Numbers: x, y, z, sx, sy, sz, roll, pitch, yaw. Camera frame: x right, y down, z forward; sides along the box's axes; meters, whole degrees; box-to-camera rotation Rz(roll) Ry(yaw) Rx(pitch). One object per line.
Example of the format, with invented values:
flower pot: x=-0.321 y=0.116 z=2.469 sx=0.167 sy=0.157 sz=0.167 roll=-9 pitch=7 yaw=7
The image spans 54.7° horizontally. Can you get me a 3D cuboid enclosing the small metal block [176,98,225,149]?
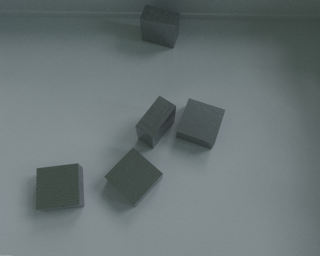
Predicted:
small metal block: x=0.054 y=-0.006 z=0.412 sx=0.050 sy=0.025 sz=0.050 roll=19 pitch=71 yaw=6

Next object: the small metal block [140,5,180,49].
small metal block: x=0.000 y=-0.146 z=0.450 sx=0.050 sy=0.050 sz=0.025 roll=16 pitch=71 yaw=6

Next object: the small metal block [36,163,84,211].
small metal block: x=-0.122 y=0.074 z=0.382 sx=0.050 sy=0.025 sz=0.050 roll=-7 pitch=70 yaw=-3

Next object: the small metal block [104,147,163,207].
small metal block: x=-0.032 y=0.061 z=0.387 sx=0.050 sy=0.025 sz=0.050 roll=40 pitch=75 yaw=13

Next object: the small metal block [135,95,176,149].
small metal block: x=-0.005 y=-0.006 z=0.398 sx=0.025 sy=0.050 sz=0.050 roll=34 pitch=74 yaw=11
